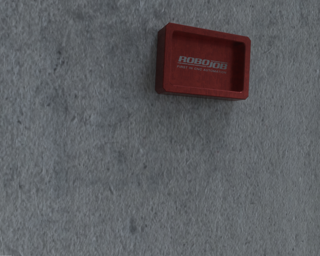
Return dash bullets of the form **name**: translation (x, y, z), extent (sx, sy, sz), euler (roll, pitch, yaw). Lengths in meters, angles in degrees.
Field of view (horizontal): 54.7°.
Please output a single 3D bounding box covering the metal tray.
- **metal tray**: translation (0.061, -0.088, 0.430), extent (0.131, 0.030, 0.089), euler (3, 89, -21)
